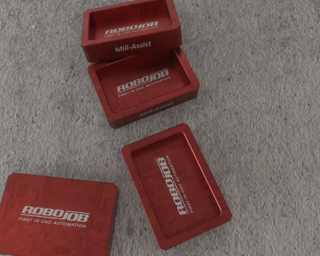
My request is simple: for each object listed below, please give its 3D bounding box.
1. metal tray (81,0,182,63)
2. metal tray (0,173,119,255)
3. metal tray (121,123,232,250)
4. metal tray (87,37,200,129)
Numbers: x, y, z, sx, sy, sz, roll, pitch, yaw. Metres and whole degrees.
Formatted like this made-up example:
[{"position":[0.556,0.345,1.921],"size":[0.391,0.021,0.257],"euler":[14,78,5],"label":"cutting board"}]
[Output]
[{"position":[-0.041,-0.141,0.435],"size":[0.131,0.030,0.090],"euler":[-10,50,1],"label":"metal tray"},{"position":[-0.120,0.106,0.366],"size":[0.131,0.030,0.090],"euler":[6,70,2],"label":"metal tray"},{"position":[0.017,0.069,0.380],"size":[0.091,0.030,0.130],"euler":[-22,72,-8],"label":"metal tray"},{"position":[-0.023,-0.064,0.428],"size":[0.131,0.030,0.090],"euler":[-22,72,-8],"label":"metal tray"}]
